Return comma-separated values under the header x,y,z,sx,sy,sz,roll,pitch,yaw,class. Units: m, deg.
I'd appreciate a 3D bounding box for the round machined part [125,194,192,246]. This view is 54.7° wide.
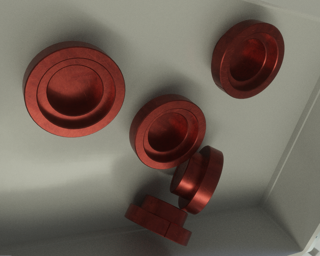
x,y,z,sx,sy,sz,roll,pitch,yaw,class
0.002,0.130,0.449,0.098,0.098,0.042,38,70,-39,round machined part

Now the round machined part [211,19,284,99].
x,y,z,sx,sy,sz,roll,pitch,yaw,class
0.107,-0.090,0.400,0.099,0.042,0.097,-14,124,-21,round machined part

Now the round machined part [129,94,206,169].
x,y,z,sx,sy,sz,roll,pitch,yaw,class
0.007,0.001,0.400,0.099,0.042,0.097,-12,121,-21,round machined part

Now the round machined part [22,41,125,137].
x,y,z,sx,sy,sz,roll,pitch,yaw,class
-0.090,-0.042,0.322,0.099,0.042,0.097,-14,124,-21,round machined part

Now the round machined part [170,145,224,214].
x,y,z,sx,sy,sz,roll,pitch,yaw,class
0.047,0.068,0.439,0.042,0.098,0.097,25,107,-5,round machined part
